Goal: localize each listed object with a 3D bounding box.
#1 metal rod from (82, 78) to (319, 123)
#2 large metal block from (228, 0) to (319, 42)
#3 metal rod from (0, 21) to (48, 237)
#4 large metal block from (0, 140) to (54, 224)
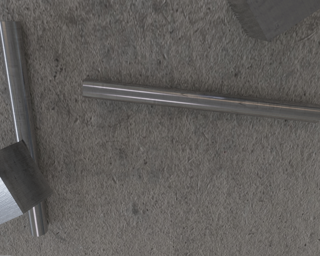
[{"bbox_3d":[0.055,-0.035,0.397,0.302,0.025,0.025,6,110,-3],"label":"metal rod"},{"bbox_3d":[0.127,-0.140,0.330,0.080,0.080,0.050,-32,107,11],"label":"large metal block"},{"bbox_3d":[-0.179,0.015,0.413,0.025,0.025,0.298,1,110,-1],"label":"metal rod"},{"bbox_3d":[-0.199,0.073,0.399,0.080,0.050,0.080,-27,95,30],"label":"large metal block"}]
